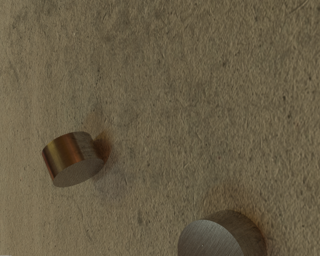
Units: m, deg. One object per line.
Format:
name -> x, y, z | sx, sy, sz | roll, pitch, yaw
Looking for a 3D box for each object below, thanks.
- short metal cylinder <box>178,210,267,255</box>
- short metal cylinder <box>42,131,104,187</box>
short metal cylinder -> 0.066, 0.134, 0.334 | 0.080, 0.050, 0.080 | 0, 90, 40
short metal cylinder -> -0.134, 0.049, 0.480 | 0.080, 0.081, 0.050 | -46, 63, 30
